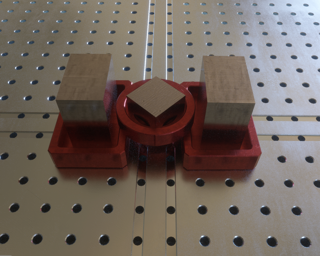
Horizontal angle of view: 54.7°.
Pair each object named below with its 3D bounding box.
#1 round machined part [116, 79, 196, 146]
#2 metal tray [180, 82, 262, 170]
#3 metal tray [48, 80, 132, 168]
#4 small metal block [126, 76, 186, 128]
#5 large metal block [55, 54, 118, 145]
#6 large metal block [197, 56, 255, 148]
[{"bbox_3d":[-0.005,-0.016,0.398,0.099,0.042,0.098,0,50,0],"label":"round machined part"},{"bbox_3d":[0.074,-0.008,0.410,0.091,0.030,0.130,0,50,0],"label":"metal tray"},{"bbox_3d":[-0.085,-0.010,0.411,0.091,0.030,0.130,1,50,0],"label":"metal tray"},{"bbox_3d":[-0.005,-0.031,0.381,0.050,0.025,0.050,37,59,27],"label":"small metal block"},{"bbox_3d":[-0.084,-0.035,0.383,0.050,0.080,0.080,1,50,1],"label":"large metal block"},{"bbox_3d":[0.076,-0.032,0.381,0.050,0.080,0.080,1,50,1],"label":"large metal block"}]
